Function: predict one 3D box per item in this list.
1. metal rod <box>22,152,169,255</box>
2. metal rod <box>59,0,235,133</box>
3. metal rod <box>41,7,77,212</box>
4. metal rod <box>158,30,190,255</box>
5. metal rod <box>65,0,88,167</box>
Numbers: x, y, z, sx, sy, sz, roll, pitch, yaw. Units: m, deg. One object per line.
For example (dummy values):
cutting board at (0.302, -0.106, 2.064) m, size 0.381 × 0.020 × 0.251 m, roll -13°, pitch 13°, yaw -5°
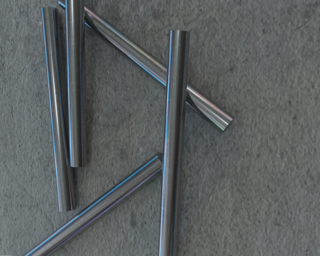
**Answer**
metal rod at (-0.109, 0.131, 0.445) m, size 0.300 × 0.025 × 0.025 m, roll -38°, pitch 78°, yaw 15°
metal rod at (-0.028, -0.096, 0.417) m, size 0.300 × 0.025 × 0.025 m, roll 40°, pitch 102°, yaw 15°
metal rod at (-0.150, -0.029, 0.460) m, size 0.025 × 0.025 × 0.298 m, roll -6°, pitch 88°, yaw 19°
metal rod at (0.016, 0.035, 0.385) m, size 0.025 × 0.025 × 0.298 m, roll 6°, pitch 98°, yaw 19°
metal rod at (-0.116, -0.094, 0.429) m, size 0.025 × 0.025 × 0.298 m, roll 3°, pitch 98°, yaw 19°
